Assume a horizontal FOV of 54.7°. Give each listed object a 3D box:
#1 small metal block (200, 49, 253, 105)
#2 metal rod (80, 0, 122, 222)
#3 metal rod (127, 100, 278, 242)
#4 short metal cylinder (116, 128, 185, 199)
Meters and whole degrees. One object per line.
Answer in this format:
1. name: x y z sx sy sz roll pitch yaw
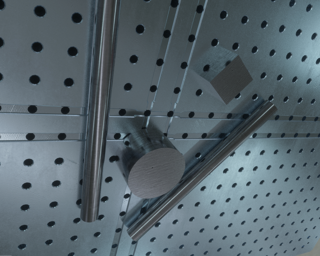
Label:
1. small metal block: 0.090 -0.068 0.418 0.050 0.025 0.050 -44 129 2
2. metal rod: -0.073 -0.008 0.365 0.025 0.025 0.298 -4 120 -27
3. metal rod: 0.065 0.067 0.488 0.300 0.025 0.025 -43 129 1
4. short metal cylinder: -0.013 0.047 0.417 0.081 0.050 0.079 -14 124 -21
